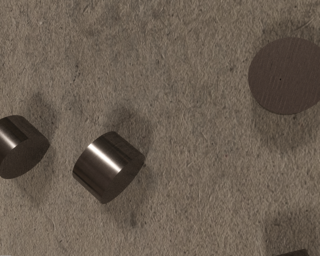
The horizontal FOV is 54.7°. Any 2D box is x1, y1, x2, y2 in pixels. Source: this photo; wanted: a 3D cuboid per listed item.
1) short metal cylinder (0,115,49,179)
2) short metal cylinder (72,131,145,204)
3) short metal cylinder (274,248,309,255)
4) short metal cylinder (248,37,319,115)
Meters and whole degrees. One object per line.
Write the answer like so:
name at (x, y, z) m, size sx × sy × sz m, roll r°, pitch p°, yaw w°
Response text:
short metal cylinder at (-0.213, 0.028, 0.453) m, size 0.050 × 0.080 × 0.080 m, roll 39°, pitch 102°, yaw 15°
short metal cylinder at (-0.065, 0.051, 0.402) m, size 0.050 × 0.080 × 0.080 m, roll 38°, pitch 102°, yaw 15°
short metal cylinder at (0.145, 0.176, 0.329) m, size 0.050 × 0.080 × 0.080 m, roll -23°, pitch 83°, yaw 18°
short metal cylinder at (0.142, -0.055, 0.346) m, size 0.080 × 0.050 × 0.079 m, roll 0°, pitch 90°, yaw 19°
